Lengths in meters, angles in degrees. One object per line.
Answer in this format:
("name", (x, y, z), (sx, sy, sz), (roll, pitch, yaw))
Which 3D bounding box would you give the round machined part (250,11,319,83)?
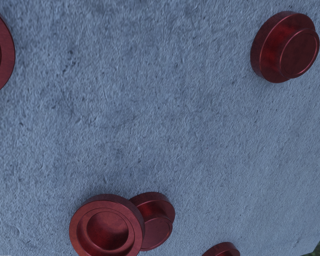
("round machined part", (0.178, -0.107, 0.426), (0.099, 0.042, 0.097), (-14, 124, -21))

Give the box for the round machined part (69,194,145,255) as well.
("round machined part", (-0.069, 0.135, 0.422), (0.099, 0.042, 0.097), (1, 101, 5))

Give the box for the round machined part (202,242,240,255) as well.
("round machined part", (0.127, 0.289, 0.644), (0.099, 0.042, 0.097), (-14, 124, -21))

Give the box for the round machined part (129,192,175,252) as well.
("round machined part", (-0.020, 0.150, 0.478), (0.099, 0.042, 0.097), (-14, 124, -21))

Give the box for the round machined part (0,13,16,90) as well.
("round machined part", (-0.175, -0.070, 0.257), (0.099, 0.042, 0.097), (-14, 124, -21))
